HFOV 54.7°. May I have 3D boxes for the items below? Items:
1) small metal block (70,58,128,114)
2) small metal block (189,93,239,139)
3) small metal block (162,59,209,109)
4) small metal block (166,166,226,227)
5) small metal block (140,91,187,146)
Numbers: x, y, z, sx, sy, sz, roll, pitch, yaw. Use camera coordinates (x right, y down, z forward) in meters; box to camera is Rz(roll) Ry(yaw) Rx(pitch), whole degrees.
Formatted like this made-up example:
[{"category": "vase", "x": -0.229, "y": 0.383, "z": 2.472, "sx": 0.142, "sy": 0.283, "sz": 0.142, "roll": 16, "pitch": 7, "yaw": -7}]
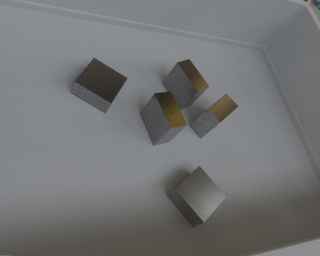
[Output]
[{"category": "small metal block", "x": -0.078, "y": -0.055, "z": 0.398, "sx": 0.050, "sy": 0.025, "sz": 0.050, "roll": 31, "pitch": 51, "yaw": -9}, {"category": "small metal block", "x": 0.077, "y": -0.017, "z": 0.443, "sx": 0.025, "sy": 0.050, "sz": 0.050, "roll": 49, "pitch": 51, "yaw": 6}, {"category": "small metal block", "x": 0.036, "y": -0.063, "z": 0.449, "sx": 0.025, "sy": 0.050, "sz": 0.050, "roll": -25, "pitch": 75, "yaw": -37}, {"category": "small metal block", "x": 0.045, "y": 0.084, "z": 0.381, "sx": 0.050, "sy": 0.025, "sz": 0.050, "roll": 49, "pitch": 51, "yaw": 6}, {"category": "small metal block", "x": 0.003, "y": -0.012, "z": 0.400, "sx": 0.025, "sy": 0.050, "sz": 0.050, "roll": -11, "pitch": 68, "yaw": -33}]
